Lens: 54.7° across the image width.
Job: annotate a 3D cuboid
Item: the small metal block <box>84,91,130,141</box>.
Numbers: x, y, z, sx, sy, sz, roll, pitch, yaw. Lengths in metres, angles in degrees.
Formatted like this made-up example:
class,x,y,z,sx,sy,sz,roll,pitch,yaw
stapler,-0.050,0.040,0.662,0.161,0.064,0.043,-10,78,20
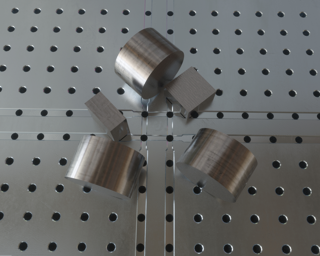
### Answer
class,x,y,z,sx,sy,sz,roll,pitch,yaw
small metal block,-0.067,-0.013,0.402,0.025,0.050,0.050,-41,75,-13

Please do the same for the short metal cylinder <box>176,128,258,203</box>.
class,x,y,z,sx,sy,sz,roll,pitch,yaw
short metal cylinder,0.066,0.044,0.367,0.080,0.080,0.050,33,73,11

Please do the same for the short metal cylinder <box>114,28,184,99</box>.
class,x,y,z,sx,sy,sz,roll,pitch,yaw
short metal cylinder,-0.014,-0.085,0.413,0.050,0.080,0.080,43,75,14

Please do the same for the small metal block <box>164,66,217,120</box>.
class,x,y,z,sx,sy,sz,roll,pitch,yaw
small metal block,0.041,-0.049,0.430,0.050,0.025,0.050,-38,75,-13

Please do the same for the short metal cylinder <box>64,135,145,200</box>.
class,x,y,z,sx,sy,sz,roll,pitch,yaw
short metal cylinder,-0.064,0.048,0.365,0.080,0.080,0.050,16,71,6
